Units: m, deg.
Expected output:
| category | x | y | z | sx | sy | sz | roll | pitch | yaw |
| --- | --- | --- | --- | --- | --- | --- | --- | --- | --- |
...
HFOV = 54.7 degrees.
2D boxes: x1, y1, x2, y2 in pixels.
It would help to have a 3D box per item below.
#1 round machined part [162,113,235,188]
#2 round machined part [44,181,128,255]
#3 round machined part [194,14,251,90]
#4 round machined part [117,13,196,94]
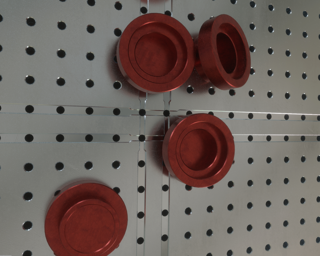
| category | x | y | z | sx | sy | sz | roll | pitch | yaw |
| --- | --- | --- | --- | --- | --- | --- | --- | --- | --- |
| round machined part | 0.049 | 0.029 | 0.423 | 0.099 | 0.042 | 0.097 | 0 | 90 | -21 |
| round machined part | -0.087 | 0.115 | 0.372 | 0.099 | 0.042 | 0.097 | 0 | 90 | -21 |
| round machined part | 0.080 | -0.099 | 0.421 | 0.099 | 0.042 | 0.097 | 9 | 78 | -45 |
| round machined part | -0.007 | -0.093 | 0.400 | 0.099 | 0.042 | 0.097 | 0 | 90 | -17 |
